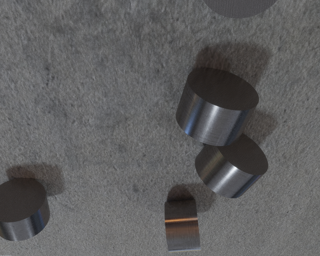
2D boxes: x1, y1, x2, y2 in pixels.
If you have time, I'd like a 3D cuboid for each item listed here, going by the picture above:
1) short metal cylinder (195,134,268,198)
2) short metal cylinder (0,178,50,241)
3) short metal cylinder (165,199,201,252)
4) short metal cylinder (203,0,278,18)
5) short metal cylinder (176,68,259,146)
[{"bbox_3d":[0.094,0.045,0.411,0.081,0.080,0.050,19,127,-16],"label":"short metal cylinder"},{"bbox_3d":[-0.214,0.123,0.473,0.081,0.080,0.050,4,130,-4],"label":"short metal cylinder"},{"bbox_3d":[0.037,0.160,0.508,0.050,0.080,0.080,-6,130,4],"label":"short metal cylinder"},{"bbox_3d":[0.069,-0.144,0.269,0.081,0.050,0.079,0,130,0],"label":"short metal cylinder"},{"bbox_3d":[0.063,-0.025,0.351,0.081,0.080,0.050,9,129,-8],"label":"short metal cylinder"}]
